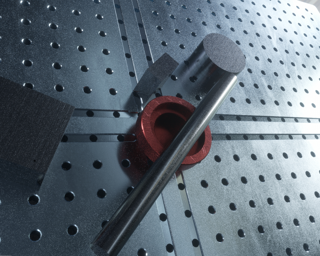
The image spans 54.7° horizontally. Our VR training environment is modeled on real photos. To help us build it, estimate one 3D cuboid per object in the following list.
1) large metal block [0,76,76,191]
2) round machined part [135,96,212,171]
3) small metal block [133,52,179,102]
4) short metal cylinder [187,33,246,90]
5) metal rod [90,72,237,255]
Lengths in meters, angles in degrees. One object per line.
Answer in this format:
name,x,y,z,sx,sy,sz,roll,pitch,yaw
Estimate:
large metal block,-0.143,0.006,0.312,0.080,0.050,0.080,23,53,-15
round machined part,0.014,0.010,0.400,0.099,0.042,0.098,14,56,-21
small metal block,-0.006,-0.071,0.434,0.025,0.050,0.050,41,51,-1
short metal cylinder,0.093,-0.109,0.511,0.081,0.050,0.080,14,56,-21
metal rod,0.026,0.018,0.358,0.025,0.025,0.301,41,51,-1
